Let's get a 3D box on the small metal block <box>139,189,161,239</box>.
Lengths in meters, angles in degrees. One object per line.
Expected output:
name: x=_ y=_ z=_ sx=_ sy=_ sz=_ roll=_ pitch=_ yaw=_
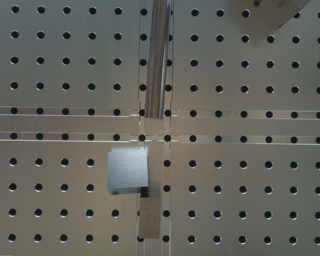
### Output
small metal block: x=-0.013 y=0.109 z=0.401 sx=0.025 sy=0.050 sz=0.050 roll=1 pitch=90 yaw=0

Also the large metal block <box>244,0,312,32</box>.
large metal block: x=0.149 y=-0.179 z=0.388 sx=0.050 sy=0.080 sz=0.080 roll=-45 pitch=91 yaw=0

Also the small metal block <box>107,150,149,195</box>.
small metal block: x=-0.041 y=0.058 z=0.402 sx=0.050 sy=0.025 sz=0.050 roll=-4 pitch=60 yaw=-1

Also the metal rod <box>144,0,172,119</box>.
metal rod: x=0.003 y=-0.161 z=0.413 sx=0.025 sy=0.025 sz=0.298 roll=4 pitch=90 yaw=-1
